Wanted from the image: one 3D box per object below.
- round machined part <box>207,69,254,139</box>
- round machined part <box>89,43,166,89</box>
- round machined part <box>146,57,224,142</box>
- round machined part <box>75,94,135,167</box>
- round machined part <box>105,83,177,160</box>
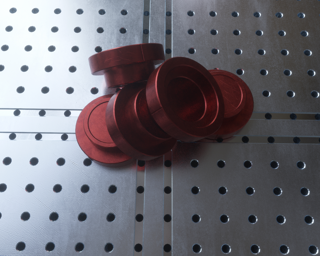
[{"bbox_3d":[0.077,-0.037,0.417,0.099,0.042,0.098,0,70,-1],"label":"round machined part"},{"bbox_3d":[-0.040,-0.078,0.406,0.099,0.098,0.042,-12,96,-5],"label":"round machined part"},{"bbox_3d":[0.025,-0.030,0.363,0.099,0.042,0.098,14,65,-31],"label":"round machined part"},{"bbox_3d":[-0.061,-0.001,0.402,0.099,0.042,0.098,0,70,-1],"label":"round machined part"},{"bbox_3d":[-0.013,-0.012,0.382,0.099,0.042,0.098,17,61,-33],"label":"round machined part"}]
